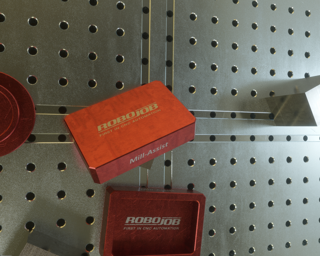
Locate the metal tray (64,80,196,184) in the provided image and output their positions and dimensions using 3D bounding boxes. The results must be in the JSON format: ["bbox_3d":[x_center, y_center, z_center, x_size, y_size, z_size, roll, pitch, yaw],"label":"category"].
[{"bbox_3d":[-0.035,-0.001,0.367,0.131,0.090,0.030,-24,141,-19],"label":"metal tray"}]

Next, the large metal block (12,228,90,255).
[{"bbox_3d":[-0.133,0.173,0.350,0.080,0.050,0.080,32,80,-17],"label":"large metal block"}]

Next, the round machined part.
[{"bbox_3d":[-0.188,-0.015,0.334,0.099,0.042,0.097,0,90,-20],"label":"round machined part"}]

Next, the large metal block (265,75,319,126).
[{"bbox_3d":[0.224,-0.042,0.465,0.081,0.080,0.050,-27,99,-18],"label":"large metal block"}]

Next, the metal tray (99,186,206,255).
[{"bbox_3d":[-0.008,0.126,0.407,0.131,0.030,0.089,7,88,-20],"label":"metal tray"}]

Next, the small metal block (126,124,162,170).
[{"bbox_3d":[-0.023,0.022,0.391,0.025,0.050,0.050,22,83,-19],"label":"small metal block"}]
